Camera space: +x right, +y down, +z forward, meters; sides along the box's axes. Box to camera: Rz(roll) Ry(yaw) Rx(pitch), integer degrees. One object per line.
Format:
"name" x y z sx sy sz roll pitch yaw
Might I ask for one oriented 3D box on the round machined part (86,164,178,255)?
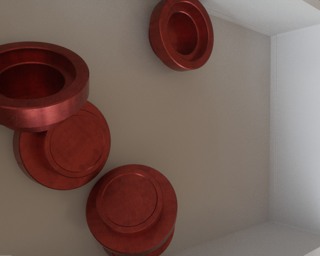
"round machined part" -0.030 0.083 0.332 0.098 0.098 0.042 -54 161 -26

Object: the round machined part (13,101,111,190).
"round machined part" -0.093 0.015 0.318 0.099 0.042 0.097 0 90 -40

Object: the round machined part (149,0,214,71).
"round machined part" 0.024 -0.124 0.415 0.099 0.042 0.097 0 90 -40

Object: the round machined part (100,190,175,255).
"round machined part" -0.020 0.120 0.379 0.099 0.042 0.097 0 90 -40

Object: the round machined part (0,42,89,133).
"round machined part" -0.114 -0.034 0.277 0.099 0.098 0.042 -30 148 -36
